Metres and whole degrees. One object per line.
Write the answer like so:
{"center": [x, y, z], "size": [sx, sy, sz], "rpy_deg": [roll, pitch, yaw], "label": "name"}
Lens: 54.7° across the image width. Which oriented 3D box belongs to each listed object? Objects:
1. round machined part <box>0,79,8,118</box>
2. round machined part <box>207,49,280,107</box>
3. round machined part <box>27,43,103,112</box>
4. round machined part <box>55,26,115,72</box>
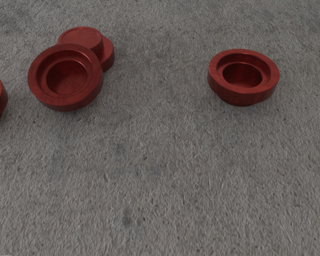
{"center": [-0.255, -0.029, 0.415], "size": [0.099, 0.042, 0.098], "rpy_deg": [0, 50, 0], "label": "round machined part"}
{"center": [0.118, -0.069, 0.451], "size": [0.099, 0.042, 0.098], "rpy_deg": [0, 50, 0], "label": "round machined part"}
{"center": [-0.128, -0.066, 0.435], "size": [0.099, 0.042, 0.098], "rpy_deg": [0, 68, 0], "label": "round machined part"}
{"center": [-0.124, -0.127, 0.498], "size": [0.099, 0.042, 0.098], "rpy_deg": [0, 50, 0], "label": "round machined part"}
